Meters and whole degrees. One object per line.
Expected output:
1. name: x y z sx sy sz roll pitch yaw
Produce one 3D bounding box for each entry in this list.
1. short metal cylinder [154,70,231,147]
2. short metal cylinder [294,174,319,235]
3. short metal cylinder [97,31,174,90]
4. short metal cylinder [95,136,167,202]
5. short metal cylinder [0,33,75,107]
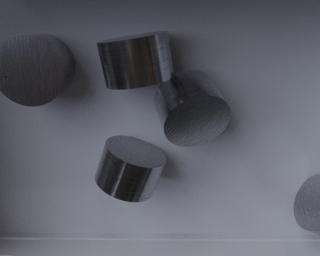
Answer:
1. short metal cylinder: 0.038 -0.023 0.374 0.081 0.050 0.079 -10 135 -10
2. short metal cylinder: 0.233 0.110 0.426 0.050 0.080 0.080 24 108 -9
3. short metal cylinder: -0.027 -0.079 0.353 0.080 0.080 0.050 -8 110 3
4. short metal cylinder: -0.038 0.051 0.400 0.080 0.080 0.050 18 109 -7
5. short metal cylinder: -0.148 -0.071 0.370 0.081 0.050 0.079 0 110 -1
